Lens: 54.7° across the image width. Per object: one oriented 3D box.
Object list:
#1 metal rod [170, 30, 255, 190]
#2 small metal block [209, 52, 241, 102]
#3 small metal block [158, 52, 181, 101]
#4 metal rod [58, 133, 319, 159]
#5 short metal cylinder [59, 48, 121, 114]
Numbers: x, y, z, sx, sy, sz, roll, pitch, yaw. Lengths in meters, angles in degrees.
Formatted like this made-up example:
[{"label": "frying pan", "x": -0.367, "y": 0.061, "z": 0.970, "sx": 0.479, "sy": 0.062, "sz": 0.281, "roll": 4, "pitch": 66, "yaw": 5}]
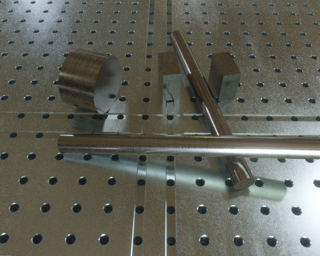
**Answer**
[{"label": "metal rod", "x": 0.063, "y": -0.048, "z": 0.447, "sx": 0.025, "sy": 0.025, "sz": 0.300, "roll": -10, "pitch": 51, "yaw": -8}, {"label": "small metal block", "x": 0.094, "y": -0.075, "z": 0.455, "sx": 0.025, "sy": 0.050, "sz": 0.050, "roll": -9, "pitch": 51, "yaw": -7}, {"label": "small metal block", "x": 0.013, "y": -0.076, "z": 0.455, "sx": 0.025, "sy": 0.050, "sz": 0.050, "roll": -6, "pitch": 50, "yaw": -5}, {"label": "metal rod", "x": 0.026, "y": 0.021, "z": 0.366, "sx": 0.301, "sy": 0.025, "sz": 0.025, "roll": 1, "pitch": 50, "yaw": 10}, {"label": "short metal cylinder", "x": -0.093, "y": -0.064, "z": 0.425, "sx": 0.050, "sy": 0.080, "sz": 0.080, "roll": 15, "pitch": 52, "yaw": 12}]
